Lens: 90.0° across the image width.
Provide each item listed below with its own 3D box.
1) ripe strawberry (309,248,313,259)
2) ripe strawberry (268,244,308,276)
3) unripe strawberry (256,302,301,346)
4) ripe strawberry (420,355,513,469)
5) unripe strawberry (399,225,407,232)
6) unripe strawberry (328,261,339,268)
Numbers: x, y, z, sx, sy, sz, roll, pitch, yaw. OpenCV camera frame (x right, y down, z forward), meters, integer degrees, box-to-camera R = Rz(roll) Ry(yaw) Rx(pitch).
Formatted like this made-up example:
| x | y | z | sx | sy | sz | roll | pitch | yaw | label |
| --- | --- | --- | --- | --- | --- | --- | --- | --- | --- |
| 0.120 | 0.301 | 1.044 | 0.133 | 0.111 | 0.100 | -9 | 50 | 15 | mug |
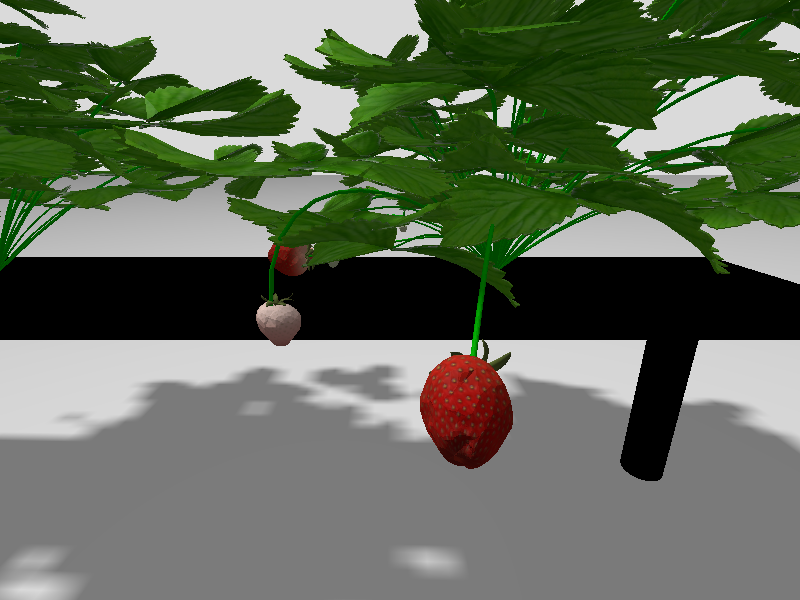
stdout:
| x | y | z | sx | sy | sz | roll | pitch | yaw | label |
| --- | --- | --- | --- | --- | --- | --- | --- | --- | --- |
| -0.095 | -0.044 | 0.383 | 0.024 | 0.023 | 0.022 | 36 | 20 | -5 | ripe strawberry |
| -0.096 | -0.039 | 0.348 | 0.034 | 0.035 | 0.031 | -1 | 19 | -2 | ripe strawberry |
| -0.066 | 0.013 | 0.217 | 0.021 | 0.025 | 0.025 | -18 | 26 | -42 | unripe strawberry |
| 0.021 | 0.037 | 0.130 | 0.031 | 0.035 | 0.033 | 5 | 38 | 14 | ripe strawberry |
| 0.004 | -0.095 | 0.529 | 0.011 | 0.010 | 0.010 | -8 | 21 | -23 | unripe strawberry |
| -0.058 | -0.033 | 0.346 | 0.010 | 0.010 | 0.009 | -2 | 19 | -5 | unripe strawberry |
